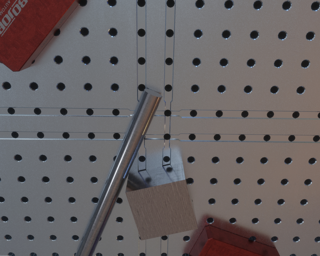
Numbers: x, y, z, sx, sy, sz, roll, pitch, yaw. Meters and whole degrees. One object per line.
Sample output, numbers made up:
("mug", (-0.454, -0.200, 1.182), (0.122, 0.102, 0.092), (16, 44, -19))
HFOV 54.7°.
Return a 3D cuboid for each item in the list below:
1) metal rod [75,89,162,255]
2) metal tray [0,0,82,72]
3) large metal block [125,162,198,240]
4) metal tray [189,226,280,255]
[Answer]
("metal rod", (-0.067, 0.084, 0.443), (0.025, 0.025, 0.298), (22, 108, -8))
("metal tray", (-0.160, -0.142, 0.356), (0.090, 0.030, 0.130), (41, 105, -14))
("large metal block", (0.003, 0.103, 0.438), (0.080, 0.050, 0.080), (-13, 110, 4))
("metal tray", (0.115, 0.217, 0.492), (0.131, 0.030, 0.089), (21, 109, -8))
